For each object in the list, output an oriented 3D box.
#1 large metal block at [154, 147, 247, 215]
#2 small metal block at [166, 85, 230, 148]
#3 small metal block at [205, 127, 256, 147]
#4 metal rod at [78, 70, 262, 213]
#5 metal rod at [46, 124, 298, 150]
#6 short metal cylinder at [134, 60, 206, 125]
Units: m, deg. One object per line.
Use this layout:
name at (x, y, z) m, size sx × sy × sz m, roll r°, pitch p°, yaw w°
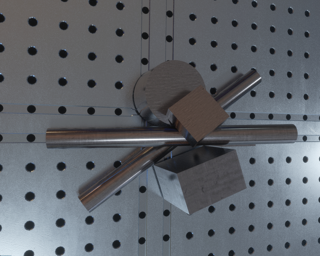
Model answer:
large metal block at (0.048, 0.061, 0.397) m, size 0.081 × 0.080 × 0.050 m, roll -19°, pitch 97°, yaw -19°
small metal block at (0.043, -0.014, 0.363) m, size 0.050 × 0.025 × 0.050 m, roll -37°, pitch 79°, yaw -16°
small metal block at (0.097, 0.012, 0.432) m, size 0.050 × 0.050 × 0.025 m, roll 0°, pitch 90°, yaw -19°
metal rod at (0.025, 0.009, 0.419) m, size 0.301 × 0.025 × 0.025 m, roll -36°, pitch 102°, yaw -17°
metal rod at (0.020, 0.010, 0.379) m, size 0.302 × 0.025 × 0.025 m, roll -1°, pitch 91°, yaw -7°
short metal cylinder at (0.012, -0.043, 0.400) m, size 0.081 × 0.050 × 0.079 m, roll 0°, pitch 89°, yaw -20°
